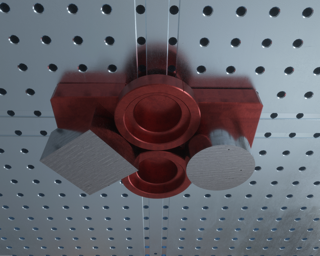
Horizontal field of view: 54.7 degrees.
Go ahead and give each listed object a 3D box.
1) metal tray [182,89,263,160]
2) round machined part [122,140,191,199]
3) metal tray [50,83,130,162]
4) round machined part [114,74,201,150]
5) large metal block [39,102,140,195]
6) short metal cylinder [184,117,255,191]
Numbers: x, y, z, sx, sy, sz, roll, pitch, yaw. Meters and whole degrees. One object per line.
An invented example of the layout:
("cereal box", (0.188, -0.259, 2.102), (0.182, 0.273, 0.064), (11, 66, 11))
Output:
("metal tray", (0.076, 0.010, 0.415), (0.091, 0.030, 0.129), (0, 130, -1))
("round machined part", (-0.004, 0.052, 0.433), (0.099, 0.042, 0.097), (0, 130, 0))
("metal tray", (-0.083, 0.004, 0.410), (0.091, 0.030, 0.129), (0, 130, -2))
("round machined part", (-0.003, -0.022, 0.369), (0.099, 0.042, 0.097), (0, 130, 0))
("large metal block", (-0.081, 0.028, 0.378), (0.080, 0.050, 0.080), (-30, 124, 23))
("short metal cylinder", (0.071, 0.032, 0.383), (0.081, 0.050, 0.079), (0, 130, 0))
